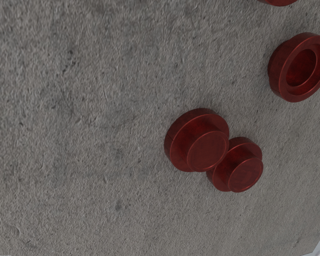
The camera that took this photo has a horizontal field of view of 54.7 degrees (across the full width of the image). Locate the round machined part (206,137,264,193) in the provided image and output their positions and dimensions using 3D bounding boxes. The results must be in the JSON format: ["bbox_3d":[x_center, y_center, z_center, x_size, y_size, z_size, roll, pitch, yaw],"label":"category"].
[{"bbox_3d":[0.129,0.067,0.507,0.099,0.042,0.097,-14,124,-21],"label":"round machined part"}]

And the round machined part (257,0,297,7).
[{"bbox_3d":[0.134,-0.192,0.350,0.099,0.042,0.097,-14,124,-21],"label":"round machined part"}]

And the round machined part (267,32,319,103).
[{"bbox_3d":[0.196,-0.089,0.447,0.099,0.042,0.097,-14,124,-21],"label":"round machined part"}]

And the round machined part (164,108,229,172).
[{"bbox_3d":[0.059,0.024,0.443,0.099,0.042,0.097,-14,124,-21],"label":"round machined part"}]
